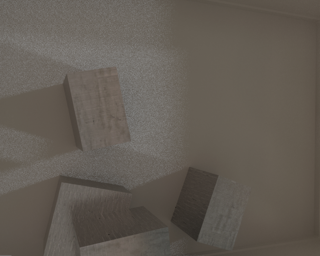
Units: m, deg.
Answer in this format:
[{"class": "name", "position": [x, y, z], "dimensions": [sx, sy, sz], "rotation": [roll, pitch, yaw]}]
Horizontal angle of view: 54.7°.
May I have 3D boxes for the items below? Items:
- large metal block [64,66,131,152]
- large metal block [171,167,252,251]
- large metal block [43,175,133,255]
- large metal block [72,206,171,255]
[{"class": "large metal block", "position": [-0.075, -0.020, 0.354], "dimensions": [0.050, 0.080, 0.080], "rotation": [-12, 94, -20]}, {"class": "large metal block", "position": [0.064, 0.101, 0.405], "dimensions": [0.050, 0.080, 0.080], "rotation": [22, 83, -19]}, {"class": "large metal block", "position": [-0.086, 0.106, 0.366], "dimensions": [0.081, 0.050, 0.080], "rotation": [14, 85, -20]}, {"class": "large metal block", "position": [-0.041, 0.121, 0.313], "dimensions": [0.081, 0.080, 0.050], "rotation": [-7, 93, -20]}]
